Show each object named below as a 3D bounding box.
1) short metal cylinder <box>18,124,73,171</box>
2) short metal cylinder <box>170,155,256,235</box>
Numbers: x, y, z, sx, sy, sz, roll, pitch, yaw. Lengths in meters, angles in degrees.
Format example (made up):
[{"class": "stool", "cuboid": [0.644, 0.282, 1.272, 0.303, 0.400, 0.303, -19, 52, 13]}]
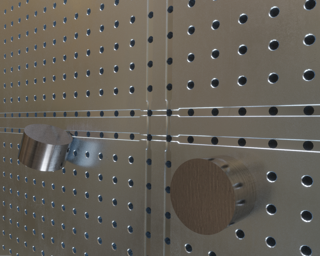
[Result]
[{"class": "short metal cylinder", "cuboid": [-0.198, 0.033, 0.538, 0.080, 0.081, 0.050, 33, 111, 35]}, {"class": "short metal cylinder", "cuboid": [0.058, 0.072, 0.345, 0.080, 0.050, 0.079, 0, 90, 40]}]
